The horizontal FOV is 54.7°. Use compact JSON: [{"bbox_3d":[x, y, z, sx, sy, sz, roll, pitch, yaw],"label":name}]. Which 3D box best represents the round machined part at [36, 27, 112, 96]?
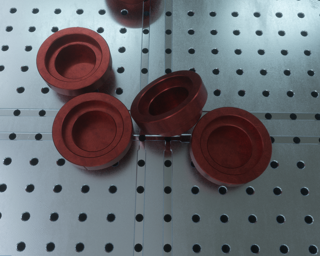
[{"bbox_3d":[-0.116,-0.088,0.434,0.099,0.042,0.098,0,70,-1],"label":"round machined part"}]

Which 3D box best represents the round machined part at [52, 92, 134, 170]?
[{"bbox_3d":[-0.083,0.007,0.399,0.099,0.042,0.098,0,70,-1],"label":"round machined part"}]

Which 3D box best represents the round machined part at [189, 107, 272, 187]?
[{"bbox_3d":[0.086,0.026,0.393,0.099,0.042,0.098,1,71,-2],"label":"round machined part"}]

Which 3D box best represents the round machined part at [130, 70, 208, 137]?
[{"bbox_3d":[0.015,-0.027,0.396,0.098,0.042,0.098,-21,36,16],"label":"round machined part"}]

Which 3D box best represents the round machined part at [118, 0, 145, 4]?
[{"bbox_3d":[-0.046,-0.237,0.489,0.099,0.042,0.098,0,70,-1],"label":"round machined part"}]
